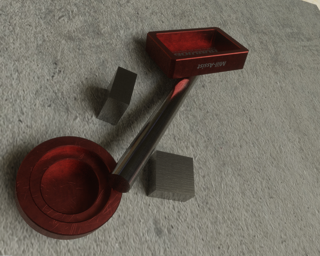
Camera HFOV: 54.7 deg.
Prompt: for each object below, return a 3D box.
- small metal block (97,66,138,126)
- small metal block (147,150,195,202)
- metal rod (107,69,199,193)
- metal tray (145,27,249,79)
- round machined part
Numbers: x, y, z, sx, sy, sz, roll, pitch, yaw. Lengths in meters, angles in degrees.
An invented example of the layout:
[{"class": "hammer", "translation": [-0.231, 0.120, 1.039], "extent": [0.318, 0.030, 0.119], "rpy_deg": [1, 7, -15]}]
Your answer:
[{"class": "small metal block", "translation": [-0.053, -0.039, 0.384], "extent": [0.025, 0.050, 0.050], "rpy_deg": [22, 54, -16]}, {"class": "small metal block", "translation": [0.013, 0.059, 0.376], "extent": [0.050, 0.025, 0.050], "rpy_deg": [14, 56, -21]}, {"class": "metal rod", "translation": [0.015, -0.032, 0.405], "extent": [0.025, 0.025, 0.301], "rpy_deg": [37, 42, -4]}, {"class": "metal tray", "translation": [0.055, -0.117, 0.469], "extent": [0.131, 0.030, 0.090], "rpy_deg": [-12, 44, -24]}, {"class": "round machined part", "translation": [-0.091, 0.061, 0.308], "extent": [0.099, 0.042, 0.098], "rpy_deg": [14, 56, -21]}]
